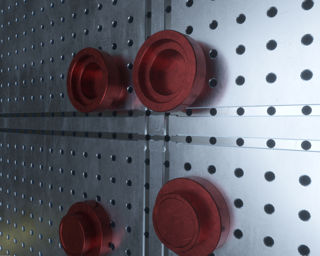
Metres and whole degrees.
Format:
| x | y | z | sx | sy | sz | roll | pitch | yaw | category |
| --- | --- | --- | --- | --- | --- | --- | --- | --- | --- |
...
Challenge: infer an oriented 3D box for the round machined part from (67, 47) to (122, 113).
| x | y | z | sx | sy | sz | roll | pitch | yaw | category |
| --- | --- | --- | --- | --- | --- | --- | --- | --- | --- |
| -0.097 | -0.071 | 0.476 | 0.098 | 0.042 | 0.097 | 0 | 90 | 39 | round machined part |

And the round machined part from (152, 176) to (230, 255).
| x | y | z | sx | sy | sz | roll | pitch | yaw | category |
| --- | --- | --- | --- | --- | --- | --- | --- | --- | --- |
| 0.030 | 0.109 | 0.372 | 0.098 | 0.042 | 0.097 | 0 | 90 | 39 | round machined part |

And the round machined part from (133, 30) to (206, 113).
| x | y | z | sx | sy | sz | roll | pitch | yaw | category |
| --- | --- | --- | --- | --- | --- | --- | --- | --- | --- |
| 0.016 | -0.067 | 0.384 | 0.098 | 0.042 | 0.097 | 0 | 90 | 39 | round machined part |

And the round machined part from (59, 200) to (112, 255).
| x | y | z | sx | sy | sz | roll | pitch | yaw | category |
| --- | --- | --- | --- | --- | --- | --- | --- | --- | --- |
| -0.126 | 0.169 | 0.499 | 0.098 | 0.042 | 0.097 | 0 | 90 | 39 | round machined part |
